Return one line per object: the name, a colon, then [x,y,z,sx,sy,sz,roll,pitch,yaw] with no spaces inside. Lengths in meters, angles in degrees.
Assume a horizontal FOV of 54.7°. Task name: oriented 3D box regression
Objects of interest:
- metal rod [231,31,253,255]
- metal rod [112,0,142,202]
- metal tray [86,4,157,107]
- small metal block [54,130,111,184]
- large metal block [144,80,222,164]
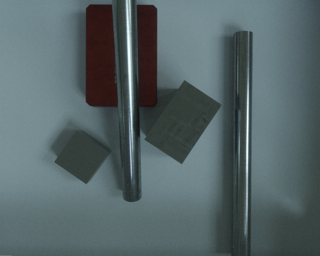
metal rod: [0.109,0.023,0.412,0.025,0.025,0.298,1,90,-1]
metal rod: [-0.037,-0.045,0.352,0.025,0.025,0.298,0,114,0]
metal tray: [-0.049,-0.093,0.408,0.091,0.030,0.129,0,90,-1]
small metal block: [-0.101,0.038,0.410,0.050,0.025,0.050,35,90,-1]
large metal block: [0.026,-0.007,0.384,0.050,0.080,0.080,34,90,-1]
